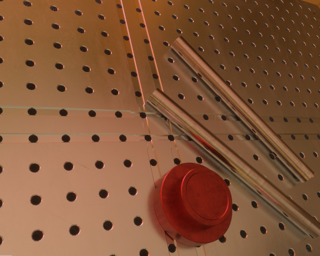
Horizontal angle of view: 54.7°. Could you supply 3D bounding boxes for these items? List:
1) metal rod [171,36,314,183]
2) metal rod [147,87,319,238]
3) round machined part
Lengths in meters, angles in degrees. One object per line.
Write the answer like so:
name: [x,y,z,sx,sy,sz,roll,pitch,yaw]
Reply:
metal rod: [0.129,-0.032,0.496,0.300,0.025,0.025,47,51,4]
metal rod: [0.105,0.049,0.433,0.300,0.025,0.025,40,51,-1]
round machined part: [0.046,0.086,0.369,0.099,0.042,0.098,14,56,-21]
